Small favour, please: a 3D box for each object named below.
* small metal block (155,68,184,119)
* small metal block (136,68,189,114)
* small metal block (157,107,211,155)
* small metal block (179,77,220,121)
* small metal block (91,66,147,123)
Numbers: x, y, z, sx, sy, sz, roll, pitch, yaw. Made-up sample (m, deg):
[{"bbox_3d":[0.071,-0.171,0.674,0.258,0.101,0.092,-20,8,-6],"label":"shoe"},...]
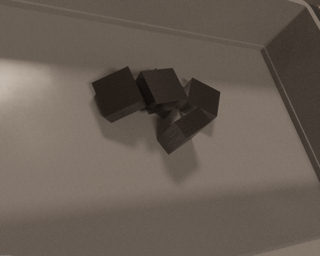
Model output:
[{"bbox_3d":[0.000,-0.049,0.437,0.050,0.025,0.050,33,51,-7],"label":"small metal block"},{"bbox_3d":[0.001,-0.049,0.406,0.050,0.025,0.050,-13,69,-34],"label":"small metal block"},{"bbox_3d":[0.031,0.004,0.406,0.050,0.050,0.025,-31,80,-38],"label":"small metal block"},{"bbox_3d":[0.060,-0.040,0.465,0.050,0.025,0.050,25,53,-13],"label":"small metal block"},{"bbox_3d":[-0.051,-0.042,0.389,0.050,0.025,0.050,-25,72,0],"label":"small metal block"}]
